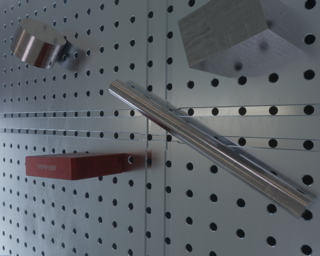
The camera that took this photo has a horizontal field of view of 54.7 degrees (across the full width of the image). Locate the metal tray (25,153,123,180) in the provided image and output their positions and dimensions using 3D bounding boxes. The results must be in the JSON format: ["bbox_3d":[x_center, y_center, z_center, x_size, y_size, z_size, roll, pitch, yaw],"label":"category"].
[{"bbox_3d":[-0.133,0.056,0.476,0.130,0.091,0.030,-3,88,40],"label":"metal tray"}]

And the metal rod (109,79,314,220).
[{"bbox_3d":[0.037,0.008,0.379,0.300,0.025,0.025,34,111,34],"label":"metal rod"}]

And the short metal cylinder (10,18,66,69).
[{"bbox_3d":[-0.216,-0.150,0.552,0.080,0.081,0.050,51,120,28],"label":"short metal cylinder"}]

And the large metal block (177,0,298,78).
[{"bbox_3d":[0.078,-0.093,0.309,0.080,0.081,0.050,-21,77,38],"label":"large metal block"}]
